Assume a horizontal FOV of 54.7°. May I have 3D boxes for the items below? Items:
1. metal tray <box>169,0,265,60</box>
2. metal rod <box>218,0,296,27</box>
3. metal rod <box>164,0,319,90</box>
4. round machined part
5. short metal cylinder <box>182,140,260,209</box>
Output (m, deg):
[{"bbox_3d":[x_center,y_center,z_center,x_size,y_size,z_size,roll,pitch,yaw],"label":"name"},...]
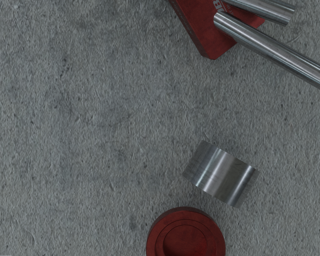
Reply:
[{"bbox_3d":[0.063,-0.162,0.379,0.090,0.030,0.130,-38,119,0],"label":"metal tray"},{"bbox_3d":[0.015,-0.190,0.378,0.301,0.025,0.025,24,90,6],"label":"metal rod"},{"bbox_3d":[0.088,-0.125,0.381,0.300,0.025,0.025,34,90,11],"label":"metal rod"},{"bbox_3d":[0.032,0.150,0.402,0.099,0.042,0.097,0,90,0],"label":"round machined part"},{"bbox_3d":[0.075,0.056,0.383,0.080,0.080,0.050,30,90,0],"label":"short metal cylinder"}]
